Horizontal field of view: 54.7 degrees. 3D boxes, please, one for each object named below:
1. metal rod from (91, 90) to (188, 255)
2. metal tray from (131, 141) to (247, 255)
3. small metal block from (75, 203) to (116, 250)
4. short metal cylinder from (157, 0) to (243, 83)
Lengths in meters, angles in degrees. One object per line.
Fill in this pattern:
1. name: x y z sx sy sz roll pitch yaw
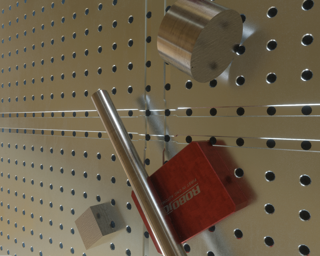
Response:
1. metal rod: -0.019 0.077 0.383 0.025 0.025 0.299 -42 65 32
2. metal tray: 0.029 0.086 0.381 0.129 0.030 0.090 -43 64 31
3. small metal block: -0.104 0.157 0.493 0.050 0.025 0.050 -46 63 30
4. short metal cylinder: 0.044 -0.096 0.336 0.050 0.081 0.079 39 113 33
